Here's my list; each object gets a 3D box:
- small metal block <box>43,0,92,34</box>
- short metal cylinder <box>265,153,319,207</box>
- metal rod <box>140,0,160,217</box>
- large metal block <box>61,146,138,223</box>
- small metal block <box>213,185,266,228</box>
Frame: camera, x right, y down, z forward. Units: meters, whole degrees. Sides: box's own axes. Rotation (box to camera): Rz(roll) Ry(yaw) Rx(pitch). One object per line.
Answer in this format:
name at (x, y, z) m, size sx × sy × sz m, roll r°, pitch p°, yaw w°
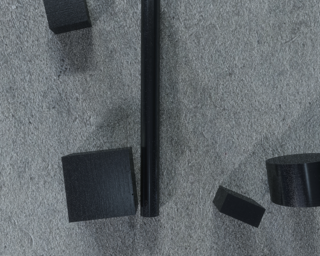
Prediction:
small metal block at (-0.122, -0.157, 0.408) m, size 0.050 × 0.025 × 0.050 m, roll -13°, pitch 90°, yaw -1°
short metal cylinder at (0.177, 0.062, 0.385) m, size 0.081 × 0.080 × 0.050 m, roll -8°, pitch 90°, yaw 0°
metal rod at (-0.013, -0.034, 0.409) m, size 0.025 × 0.025 × 0.298 m, roll 0°, pitch 90°, yaw -1°
large metal block at (-0.074, 0.069, 0.397) m, size 0.081 × 0.050 × 0.079 m, roll -7°, pitch 90°, yaw -1°
small metal block at (0.100, 0.100, 0.399) m, size 0.050 × 0.050 × 0.025 m, roll 23°, pitch 90°, yaw -1°
